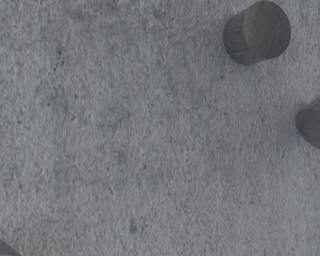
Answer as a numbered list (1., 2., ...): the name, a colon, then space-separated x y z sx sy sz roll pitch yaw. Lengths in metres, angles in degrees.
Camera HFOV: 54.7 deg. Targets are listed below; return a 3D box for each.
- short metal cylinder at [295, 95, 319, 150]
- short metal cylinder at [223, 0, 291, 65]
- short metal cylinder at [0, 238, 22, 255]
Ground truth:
1. short metal cylinder: 0.261 -0.009 0.478 0.050 0.080 0.080 -36 102 -16
2. short metal cylinder: 0.140 -0.135 0.449 0.081 0.050 0.079 0 90 -21
3. short metal cylinder: -0.182 0.154 0.313 0.080 0.080 0.050 -45 105 -15
